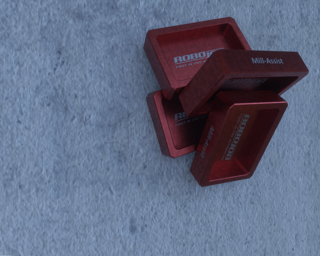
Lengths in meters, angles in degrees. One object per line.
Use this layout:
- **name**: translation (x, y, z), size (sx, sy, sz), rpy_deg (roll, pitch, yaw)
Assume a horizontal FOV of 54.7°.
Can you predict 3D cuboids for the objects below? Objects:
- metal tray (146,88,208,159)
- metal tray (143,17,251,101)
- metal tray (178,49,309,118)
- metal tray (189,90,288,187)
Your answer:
- **metal tray**: translation (0.056, -0.021, 0.428), size (0.131, 0.030, 0.089), rpy_deg (-18, 96, -20)
- **metal tray**: translation (0.055, -0.094, 0.407), size (0.131, 0.030, 0.090), rpy_deg (-16, 70, -19)
- **metal tray**: translation (0.099, -0.052, 0.370), size (0.131, 0.090, 0.030), rpy_deg (-7, 65, -30)
- **metal tray**: translation (0.099, 0.015, 0.402), size (0.091, 0.030, 0.129), rpy_deg (-4, 127, -26)
